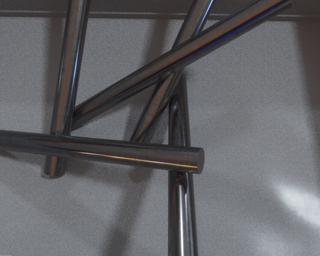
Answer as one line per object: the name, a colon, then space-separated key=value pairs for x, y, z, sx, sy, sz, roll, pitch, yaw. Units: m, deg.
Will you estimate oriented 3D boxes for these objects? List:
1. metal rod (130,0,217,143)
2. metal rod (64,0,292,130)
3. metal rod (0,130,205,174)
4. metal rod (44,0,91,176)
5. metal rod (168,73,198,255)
metal rod: x=0.028 y=-0.098 z=0.379 sx=0.025 sy=0.025 sz=0.298 roll=26 pitch=98 yaw=9
metal rod: x=0.000 y=-0.069 z=0.361 sx=0.300 sy=0.025 sz=0.025 roll=-27 pitch=70 yaw=20
metal rod: x=-0.100 y=0.021 z=0.346 sx=0.301 sy=0.025 sz=0.025 roll=4 pitch=69 yaw=22
metal rod: x=-0.107 y=-0.089 z=0.374 sx=0.025 sy=0.025 sz=0.298 roll=11 pitch=96 yaw=3
metal rod: x=0.021 y=0.034 z=0.330 sx=0.025 sy=0.025 sz=0.300 roll=2 pitch=44 yaw=0
